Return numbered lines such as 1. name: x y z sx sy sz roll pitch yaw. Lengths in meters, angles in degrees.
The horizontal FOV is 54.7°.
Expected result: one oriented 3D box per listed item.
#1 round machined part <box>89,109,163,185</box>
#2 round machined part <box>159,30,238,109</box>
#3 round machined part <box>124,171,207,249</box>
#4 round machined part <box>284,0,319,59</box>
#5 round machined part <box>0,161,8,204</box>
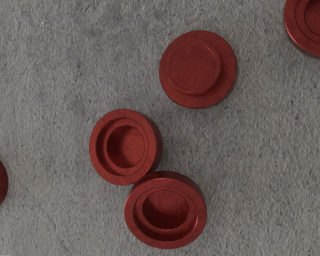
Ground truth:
1. round machined part: -0.041 0.025 0.412 0.098 0.042 0.097 -1 86 22
2. round machined part: 0.044 -0.073 0.384 0.098 0.042 0.097 0 90 20
3. round machined part: 0.008 0.097 0.385 0.099 0.042 0.097 1 108 4
4. round machined part: 0.186 -0.122 0.334 0.098 0.042 0.097 0 90 20
5. round machined part: -0.303 0.091 0.507 0.098 0.042 0.097 0 90 20
